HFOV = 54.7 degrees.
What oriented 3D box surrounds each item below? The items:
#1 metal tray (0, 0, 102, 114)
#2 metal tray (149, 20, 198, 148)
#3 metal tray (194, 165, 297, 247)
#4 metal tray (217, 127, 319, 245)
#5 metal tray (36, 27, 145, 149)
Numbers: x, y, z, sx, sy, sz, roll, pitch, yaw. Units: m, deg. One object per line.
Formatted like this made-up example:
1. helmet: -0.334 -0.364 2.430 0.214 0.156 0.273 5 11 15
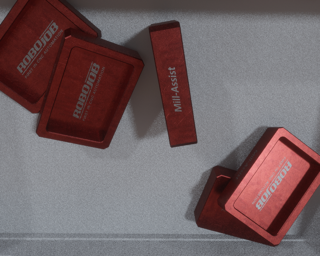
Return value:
1. metal tray: -0.145 -0.092 0.370 0.090 0.030 0.130 39 105 -17
2. metal tray: 0.015 -0.054 0.356 0.030 0.090 0.129 -10 110 3
3. metal tray: 0.126 0.116 0.453 0.131 0.030 0.089 17 109 -7
4. metal tray: 0.150 0.074 0.410 0.090 0.030 0.130 37 86 -6
5. metal tray: -0.085 -0.041 0.370 0.091 0.030 0.129 14 117 -26
